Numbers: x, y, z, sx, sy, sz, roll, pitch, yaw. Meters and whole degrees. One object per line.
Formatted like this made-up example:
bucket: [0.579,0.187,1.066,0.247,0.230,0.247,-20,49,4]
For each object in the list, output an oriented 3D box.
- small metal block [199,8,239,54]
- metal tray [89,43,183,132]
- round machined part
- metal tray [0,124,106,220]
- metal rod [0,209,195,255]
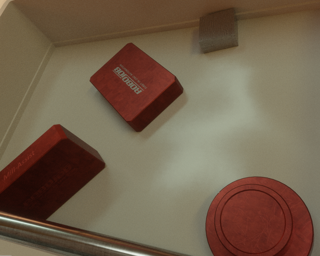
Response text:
small metal block: [0.084,-0.139,0.446,0.050,0.025,0.050,-8,58,23]
metal tray: [-0.039,-0.065,0.461,0.090,0.030,0.130,-43,51,-2]
round machined part: [0.090,0.091,0.291,0.098,0.042,0.098,-13,56,20]
metal tray: [-0.147,0.065,0.399,0.130,0.090,0.030,-42,51,-1]
metal rod: [-0.099,0.114,0.321,0.301,0.025,0.025,10,65,9]
